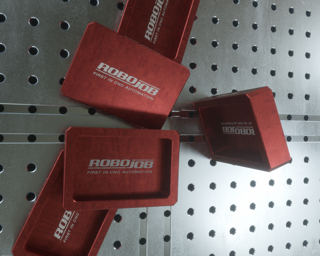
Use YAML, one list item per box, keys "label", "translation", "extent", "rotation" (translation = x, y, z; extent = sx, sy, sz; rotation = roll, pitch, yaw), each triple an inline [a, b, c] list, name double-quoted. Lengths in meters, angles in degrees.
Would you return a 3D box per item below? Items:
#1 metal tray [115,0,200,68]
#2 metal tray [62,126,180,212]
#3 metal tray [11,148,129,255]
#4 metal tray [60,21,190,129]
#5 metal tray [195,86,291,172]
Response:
- label: "metal tray"
  translation: [-0.002, -0.151, 0.408]
  extent: [0.091, 0.030, 0.130]
  rotation: [19, 84, -19]
- label: "metal tray"
  translation: [-0.044, 0.045, 0.360]
  extent: [0.131, 0.030, 0.090]
  rotation: [2, 90, -20]
- label: "metal tray"
  translation: [-0.103, 0.098, 0.371]
  extent: [0.090, 0.030, 0.130]
  rotation: [27, 81, -18]
- label: "metal tray"
  translation: [-0.041, -0.060, 0.377]
  extent: [0.131, 0.030, 0.090]
  rotation: [23, 105, -19]
- label: "metal tray"
  translation: [0.097, 0.001, 0.392]
  extent: [0.030, 0.130, 0.090]
  rotation: [-20, 97, -19]
